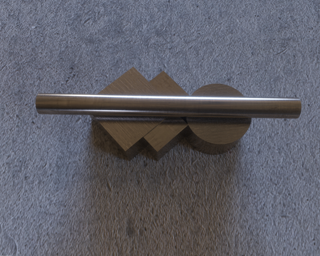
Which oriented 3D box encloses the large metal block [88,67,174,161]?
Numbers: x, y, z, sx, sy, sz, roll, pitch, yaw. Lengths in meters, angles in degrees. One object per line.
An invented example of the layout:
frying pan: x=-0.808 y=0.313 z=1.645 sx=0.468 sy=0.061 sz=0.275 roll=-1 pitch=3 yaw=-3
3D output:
large metal block: x=-0.037 y=-0.018 z=0.401 sx=0.080 sy=0.050 sz=0.080 roll=-40 pitch=75 yaw=-13

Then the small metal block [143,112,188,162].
small metal block: x=0.007 y=0.012 z=0.393 sx=0.050 sy=0.050 sz=0.025 roll=-40 pitch=75 yaw=-13

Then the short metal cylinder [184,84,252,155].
short metal cylinder: x=0.071 y=-0.010 z=0.400 sx=0.081 sy=0.050 sz=0.080 roll=0 pitch=70 yaw=0

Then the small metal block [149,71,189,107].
small metal block: x=0.012 y=-0.040 z=0.411 sx=0.025 sy=0.050 sz=0.050 roll=-41 pitch=76 yaw=-13

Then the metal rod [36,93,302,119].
metal rod: x=0.010 y=-0.026 z=0.364 sx=0.302 sy=0.025 sz=0.025 roll=1 pitch=70 yaw=0
